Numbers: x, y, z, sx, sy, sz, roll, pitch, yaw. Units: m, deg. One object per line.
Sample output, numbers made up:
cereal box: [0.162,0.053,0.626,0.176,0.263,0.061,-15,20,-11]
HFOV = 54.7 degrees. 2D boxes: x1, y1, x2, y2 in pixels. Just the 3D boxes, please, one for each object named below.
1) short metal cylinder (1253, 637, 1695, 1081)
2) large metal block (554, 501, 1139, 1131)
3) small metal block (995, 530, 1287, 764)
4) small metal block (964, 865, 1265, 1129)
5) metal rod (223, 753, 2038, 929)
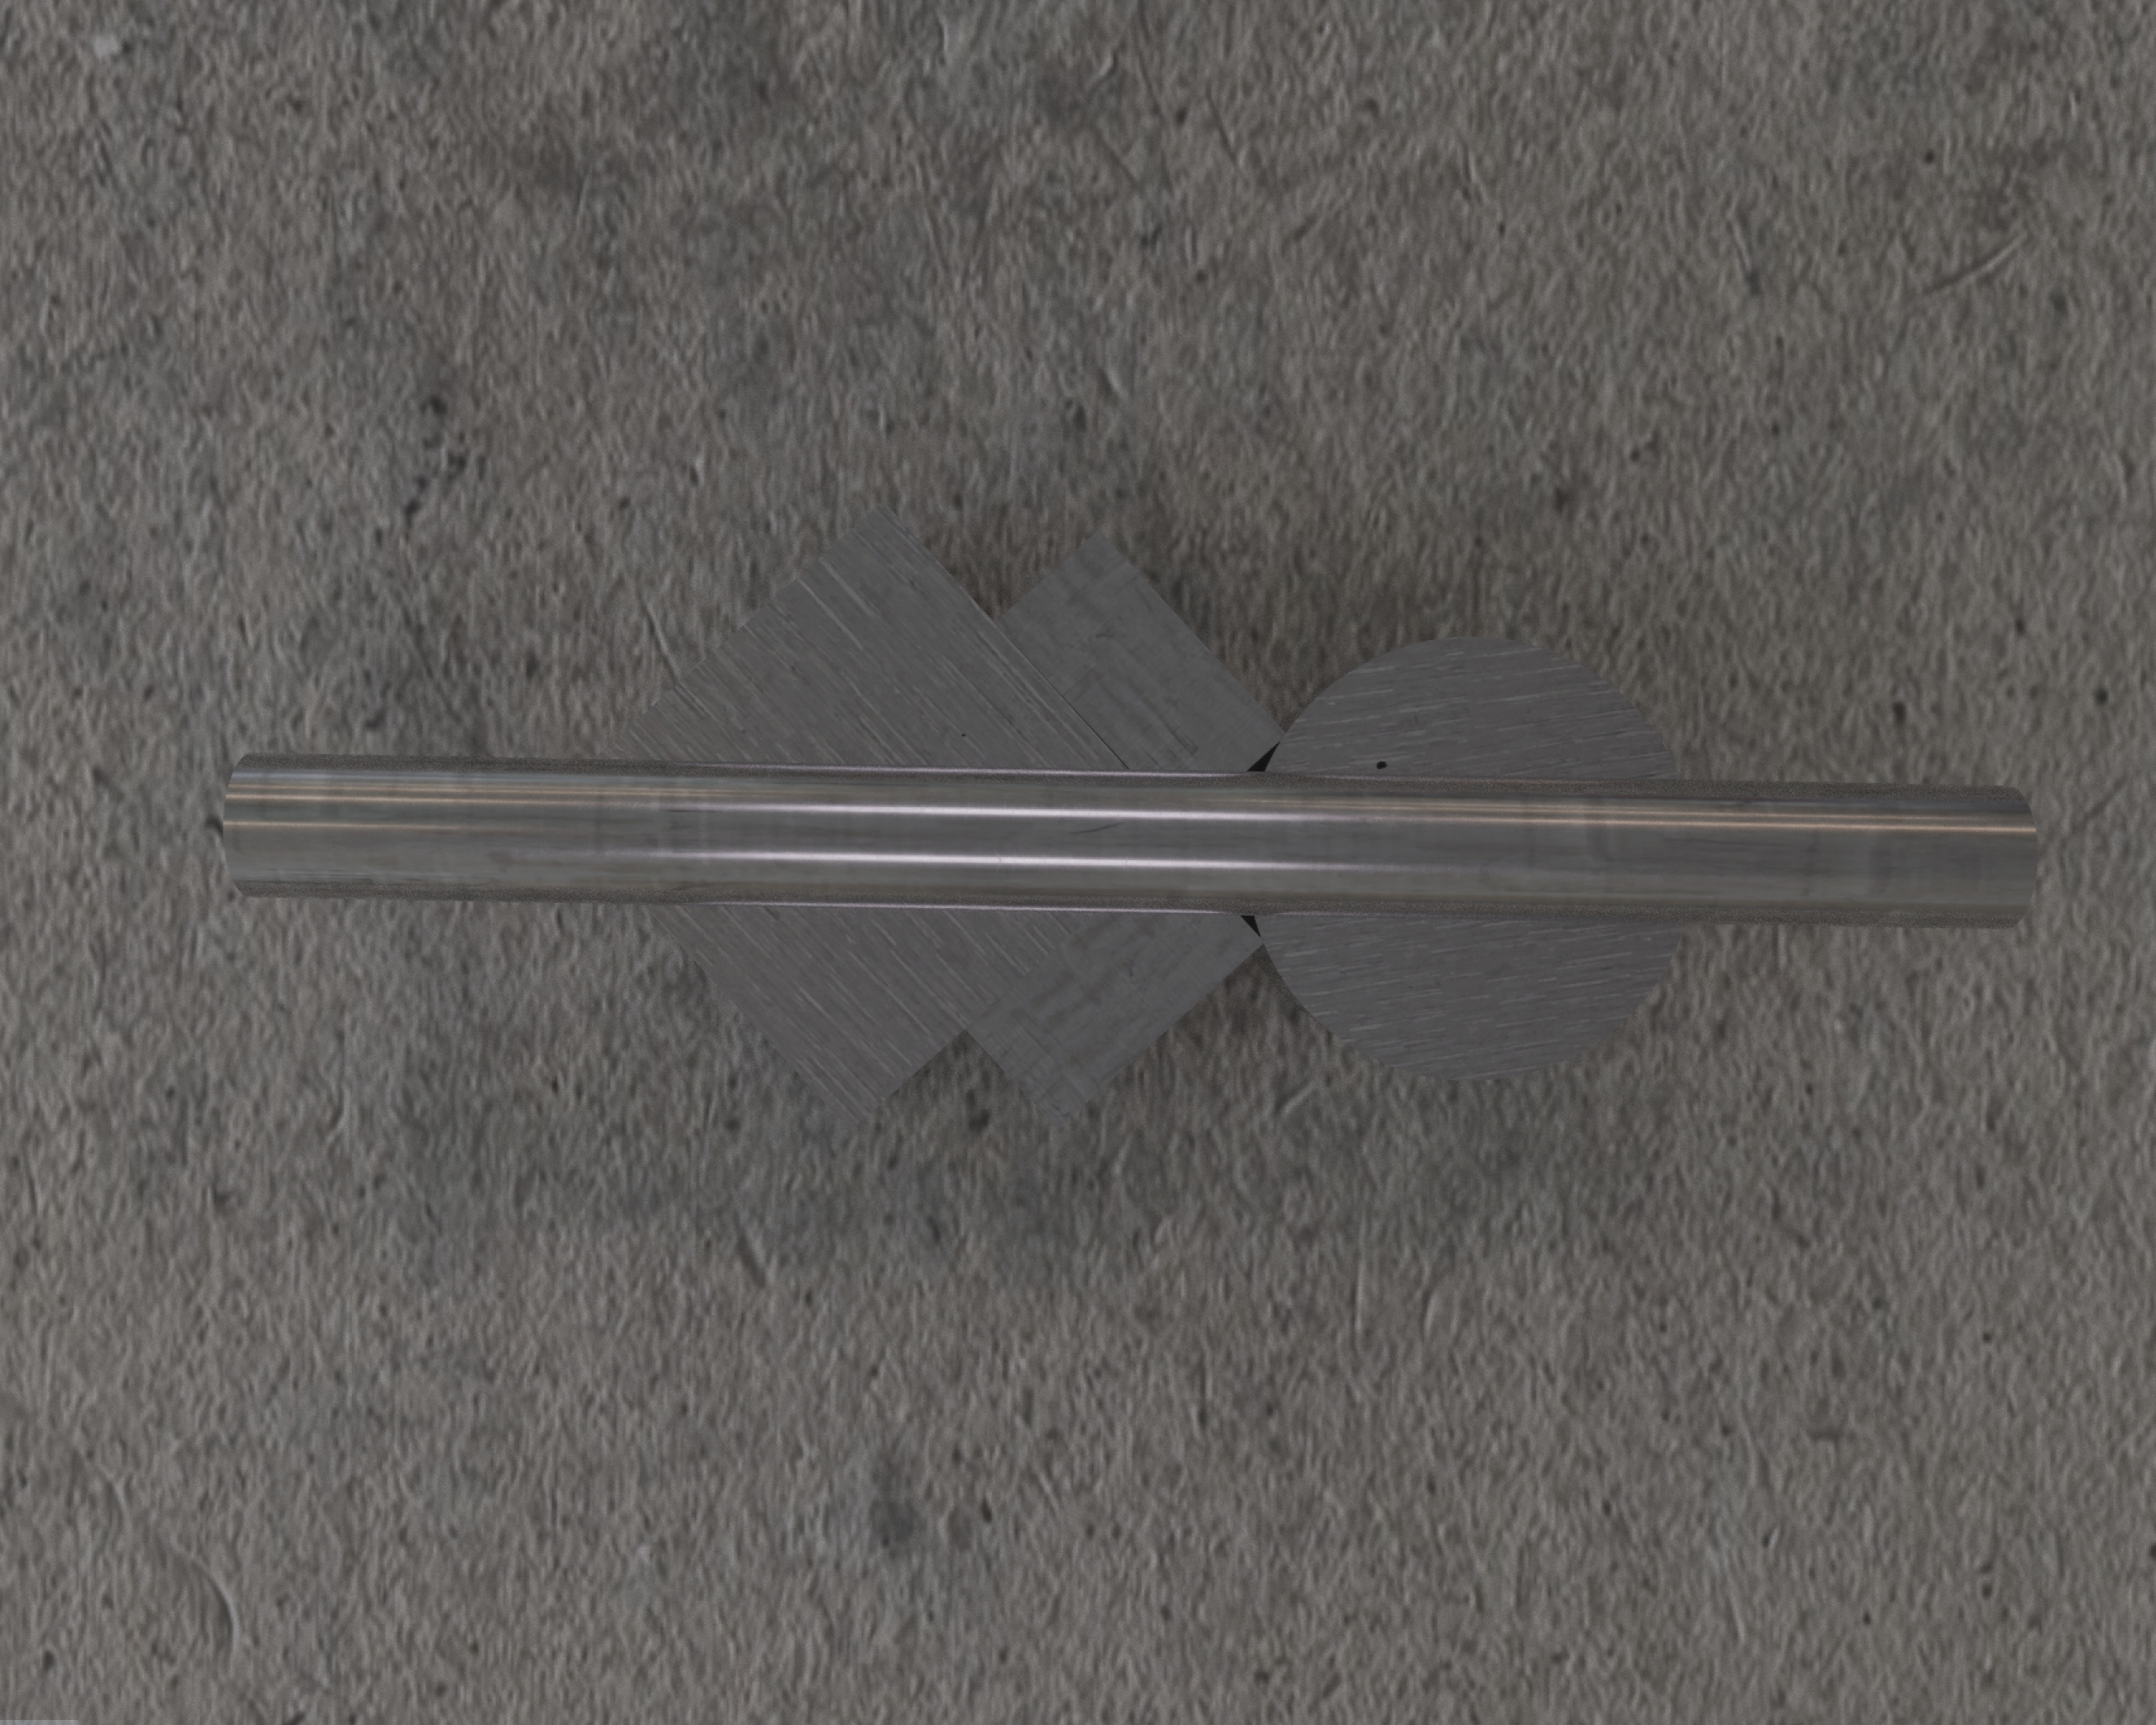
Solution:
short metal cylinder: [0.070,-0.001,0.398,0.081,0.050,0.080,0,90,0]
large metal block: [-0.038,-0.008,0.397,0.080,0.050,0.080,-42,90,0]
small metal block: [0.011,-0.033,0.399,0.025,0.050,0.050,-43,91,0]
small metal block: [0.006,0.022,0.400,0.050,0.050,0.025,-42,91,0]
metal rod: [0.009,-0.004,0.359,0.302,0.025,0.025,1,90,-1]
